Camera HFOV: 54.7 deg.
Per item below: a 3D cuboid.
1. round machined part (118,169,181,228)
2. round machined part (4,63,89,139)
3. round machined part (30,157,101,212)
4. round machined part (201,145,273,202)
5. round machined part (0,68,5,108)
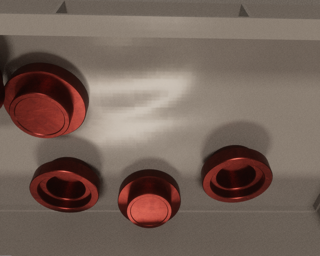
[{"bbox_3d":[-0.016,0.117,0.482,0.099,0.042,0.097,-1,116,-1],"label":"round machined part"},{"bbox_3d":[-0.139,-0.026,0.374,0.099,0.042,0.097,-1,130,0],"label":"round machined part"},{"bbox_3d":[-0.139,0.081,0.465,0.099,0.042,0.097,-1,130,0],"label":"round machined part"},{"bbox_3d":[0.109,0.063,0.453,0.099,0.042,0.097,-1,130,0],"label":"round machined part"},{"bbox_3d":[-0.217,-0.054,0.340,0.099,0.042,0.097,5,125,8],"label":"round machined part"}]
